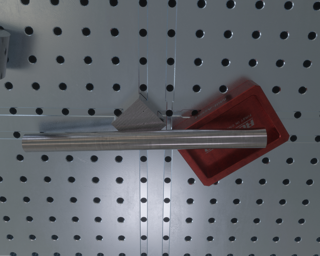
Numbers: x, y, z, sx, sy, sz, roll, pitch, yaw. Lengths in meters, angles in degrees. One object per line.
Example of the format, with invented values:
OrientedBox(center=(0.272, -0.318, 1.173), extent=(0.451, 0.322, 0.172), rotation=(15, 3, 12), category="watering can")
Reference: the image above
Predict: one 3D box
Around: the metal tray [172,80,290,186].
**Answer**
OrientedBox(center=(0.091, 0.009, 0.414), extent=(0.130, 0.030, 0.090), rotation=(-33, 107, 11), category="metal tray")

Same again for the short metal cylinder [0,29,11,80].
OrientedBox(center=(-0.216, -0.090, 0.349), extent=(0.080, 0.080, 0.050), rotation=(15, 109, -6), category="short metal cylinder")

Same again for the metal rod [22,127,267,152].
OrientedBox(center=(-0.023, 0.016, 0.389), extent=(0.302, 0.025, 0.025), rotation=(-1, 110, 5), category="metal rod")

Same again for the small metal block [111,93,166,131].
OrientedBox(center=(-0.027, -0.009, 0.410), extent=(0.050, 0.025, 0.050), rotation=(-42, 105, 14), category="small metal block")
